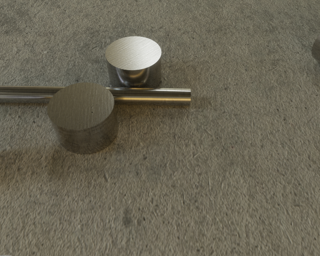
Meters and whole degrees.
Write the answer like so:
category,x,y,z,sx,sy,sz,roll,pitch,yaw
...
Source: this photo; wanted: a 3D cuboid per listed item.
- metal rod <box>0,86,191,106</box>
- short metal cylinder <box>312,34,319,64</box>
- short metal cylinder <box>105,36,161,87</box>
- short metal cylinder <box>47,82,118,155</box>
category,x,y,z,sx,sy,sz,roll,pitch,yaw
metal rod,-0.108,-0.046,0.440,0.302,0.025,0.025,1,50,0
short metal cylinder,0.283,-0.121,0.471,0.081,0.080,0.050,-14,52,-12
short metal cylinder,-0.038,-0.093,0.465,0.081,0.050,0.080,0,50,0
short metal cylinder,-0.096,-0.013,0.397,0.081,0.050,0.080,0,50,0
